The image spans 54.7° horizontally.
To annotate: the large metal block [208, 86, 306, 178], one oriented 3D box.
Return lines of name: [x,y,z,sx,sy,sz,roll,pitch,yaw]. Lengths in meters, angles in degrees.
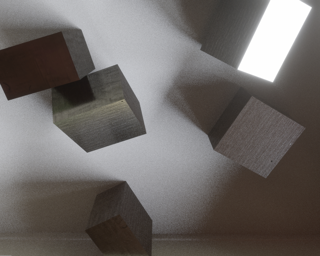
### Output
large metal block: [0.121,0.005,0.402,0.080,0.050,0.080,29,107,-11]

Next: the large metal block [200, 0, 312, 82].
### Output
large metal block: [0.099,-0.106,0.337,0.050,0.080,0.079,12,111,-28]

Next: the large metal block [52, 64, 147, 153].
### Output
large metal block: [-0.070,-0.020,0.369,0.080,0.050,0.080,-18,149,6]

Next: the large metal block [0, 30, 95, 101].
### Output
large metal block: [-0.128,-0.075,0.352,0.080,0.080,0.050,-15,108,5]

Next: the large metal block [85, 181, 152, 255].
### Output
large metal block: [-0.053,0.135,0.431,0.050,0.080,0.080,-27,108,9]
